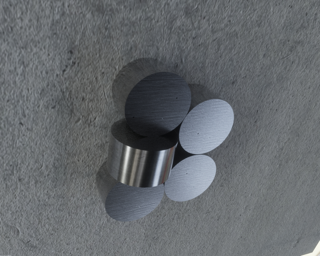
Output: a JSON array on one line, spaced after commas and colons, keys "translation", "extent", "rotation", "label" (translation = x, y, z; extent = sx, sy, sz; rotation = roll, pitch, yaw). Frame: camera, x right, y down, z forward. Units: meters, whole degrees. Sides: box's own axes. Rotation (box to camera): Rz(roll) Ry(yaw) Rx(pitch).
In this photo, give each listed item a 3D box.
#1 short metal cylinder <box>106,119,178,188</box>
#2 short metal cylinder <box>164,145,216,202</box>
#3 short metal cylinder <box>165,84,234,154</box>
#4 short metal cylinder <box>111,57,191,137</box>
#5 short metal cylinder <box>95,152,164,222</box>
[{"translation": [-0.022, 0.027, 0.377], "extent": [0.081, 0.080, 0.050], "rotation": [-3, 120, -27], "label": "short metal cylinder"}, {"translation": [0.032, 0.058, 0.445], "extent": [0.081, 0.050, 0.079], "rotation": [-13, 124, -20], "label": "short metal cylinder"}, {"translation": [0.049, -0.012, 0.411], "extent": [0.081, 0.050, 0.079], "rotation": [-14, 125, -21], "label": "short metal cylinder"}, {"translation": [-0.011, -0.036, 0.363], "extent": [0.081, 0.050, 0.079], "rotation": [-13, 124, -20], "label": "short metal cylinder"}, {"translation": [-0.041, 0.078, 0.418], "extent": [0.081, 0.050, 0.079], "rotation": [-13, 124, -20], "label": "short metal cylinder"}]
